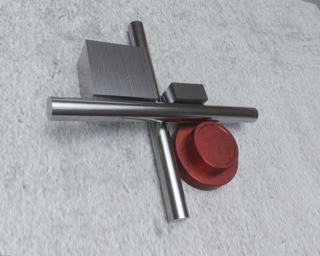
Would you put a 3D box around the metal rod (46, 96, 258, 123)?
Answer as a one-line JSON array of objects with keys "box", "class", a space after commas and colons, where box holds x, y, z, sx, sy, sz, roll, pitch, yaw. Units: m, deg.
[{"box": [0.015, -0.020, 0.395, 0.303, 0.025, 0.025, 0, 62, -33], "class": "metal rod"}]

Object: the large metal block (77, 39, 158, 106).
[{"box": [-0.057, -0.060, 0.396, 0.081, 0.050, 0.080, 1, 62, -28], "class": "large metal block"}]

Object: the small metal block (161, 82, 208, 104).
[{"box": [0.030, -0.038, 0.430, 0.050, 0.050, 0.025, -1, 63, -29], "class": "small metal block"}]

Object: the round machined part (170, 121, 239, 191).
[{"box": [0.064, 0.030, 0.411, 0.099, 0.042, 0.098, 14, 56, -21], "class": "round machined part"}]

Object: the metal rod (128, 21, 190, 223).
[{"box": [-0.008, -0.026, 0.418, 0.025, 0.025, 0.299, 2, 61, -28], "class": "metal rod"}]
